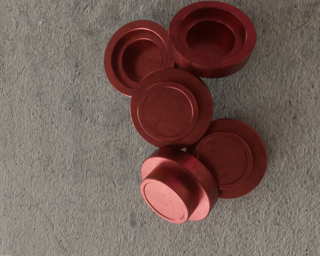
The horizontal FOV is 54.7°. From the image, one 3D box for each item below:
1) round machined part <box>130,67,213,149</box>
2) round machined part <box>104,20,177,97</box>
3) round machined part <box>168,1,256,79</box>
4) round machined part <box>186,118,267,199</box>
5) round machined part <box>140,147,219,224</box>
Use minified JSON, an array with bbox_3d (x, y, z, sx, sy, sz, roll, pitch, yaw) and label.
[{"bbox_3d":[0.012,-0.021,0.361,0.098,0.042,0.097,2,101,11],"label":"round machined part"},{"bbox_3d":[-0.020,-0.087,0.407,0.098,0.042,0.097,0,90,19],"label":"round machined part"},{"bbox_3d":[0.059,-0.098,0.365,0.099,0.042,0.098,0,65,0],"label":"round machined part"},{"bbox_3d":[0.077,0.037,0.373,0.098,0.042,0.097,0,90,19],"label":"round machined part"},{"bbox_3d":[0.016,0.074,0.368,0.098,0.042,0.097,24,136,26],"label":"round machined part"}]
